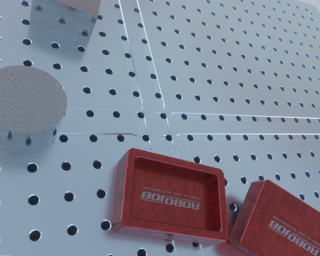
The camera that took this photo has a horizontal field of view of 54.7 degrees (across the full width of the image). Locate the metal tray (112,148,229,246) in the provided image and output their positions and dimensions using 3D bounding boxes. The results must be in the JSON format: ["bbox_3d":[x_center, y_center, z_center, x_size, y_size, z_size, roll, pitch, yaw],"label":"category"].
[{"bbox_3d":[0.015,0.082,0.364,0.131,0.030,0.090,15,55,-20],"label":"metal tray"}]

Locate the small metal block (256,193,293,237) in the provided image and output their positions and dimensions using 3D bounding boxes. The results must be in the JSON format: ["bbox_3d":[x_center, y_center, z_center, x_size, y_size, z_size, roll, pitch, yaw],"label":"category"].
[{"bbox_3d":[0.156,0.121,0.421,0.050,0.025,0.050,41,51,-1],"label":"small metal block"}]

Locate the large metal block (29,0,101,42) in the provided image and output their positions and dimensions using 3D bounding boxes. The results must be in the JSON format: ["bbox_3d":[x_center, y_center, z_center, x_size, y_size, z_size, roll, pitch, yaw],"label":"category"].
[{"bbox_3d":[-0.128,-0.178,0.433,0.081,0.050,0.080,15,56,-21],"label":"large metal block"}]

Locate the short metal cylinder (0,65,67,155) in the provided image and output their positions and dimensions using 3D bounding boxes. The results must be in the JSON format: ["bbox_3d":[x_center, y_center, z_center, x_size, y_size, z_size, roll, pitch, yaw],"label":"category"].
[{"bbox_3d":[-0.144,-0.019,0.326,0.081,0.050,0.080,14,56,-21],"label":"short metal cylinder"}]

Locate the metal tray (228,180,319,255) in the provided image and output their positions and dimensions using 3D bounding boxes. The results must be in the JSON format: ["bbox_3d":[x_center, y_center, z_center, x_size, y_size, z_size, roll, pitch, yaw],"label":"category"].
[{"bbox_3d":[0.162,0.136,0.394,0.130,0.030,0.090,32,69,-8],"label":"metal tray"}]
